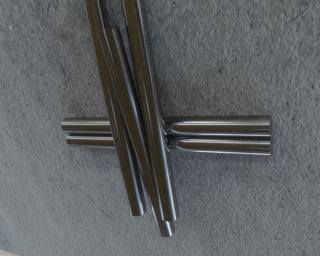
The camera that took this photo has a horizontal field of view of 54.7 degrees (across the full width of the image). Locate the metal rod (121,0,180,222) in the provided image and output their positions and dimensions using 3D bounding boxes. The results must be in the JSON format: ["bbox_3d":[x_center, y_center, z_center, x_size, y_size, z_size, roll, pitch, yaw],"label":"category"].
[{"bbox_3d":[-0.010,-0.021,0.371,0.025,0.025,0.298,0,111,28],"label":"metal rod"}]

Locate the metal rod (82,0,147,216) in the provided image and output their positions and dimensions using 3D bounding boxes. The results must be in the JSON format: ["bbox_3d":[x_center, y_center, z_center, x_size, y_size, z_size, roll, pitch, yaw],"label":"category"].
[{"bbox_3d":[-0.054,-0.021,0.395,0.025,0.025,0.298,0,111,28],"label":"metal rod"}]

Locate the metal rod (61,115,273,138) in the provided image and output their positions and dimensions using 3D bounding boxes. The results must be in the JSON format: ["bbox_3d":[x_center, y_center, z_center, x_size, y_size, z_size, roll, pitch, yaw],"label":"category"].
[{"bbox_3d":[-0.010,-0.003,0.411,0.300,0.025,0.025,0,119,27],"label":"metal rod"}]

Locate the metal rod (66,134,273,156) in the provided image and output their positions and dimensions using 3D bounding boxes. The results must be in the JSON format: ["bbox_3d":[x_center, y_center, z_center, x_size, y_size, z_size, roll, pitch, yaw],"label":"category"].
[{"bbox_3d":[-0.006,0.019,0.423,0.300,0.025,0.025,0,119,27],"label":"metal rod"}]

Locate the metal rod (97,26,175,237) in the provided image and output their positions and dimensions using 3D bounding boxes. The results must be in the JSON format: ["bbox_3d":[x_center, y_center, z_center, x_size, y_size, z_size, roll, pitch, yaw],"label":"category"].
[{"bbox_3d":[-0.023,0.023,0.400,0.025,0.025,0.298,0,118,28],"label":"metal rod"}]
